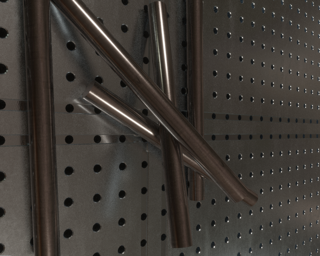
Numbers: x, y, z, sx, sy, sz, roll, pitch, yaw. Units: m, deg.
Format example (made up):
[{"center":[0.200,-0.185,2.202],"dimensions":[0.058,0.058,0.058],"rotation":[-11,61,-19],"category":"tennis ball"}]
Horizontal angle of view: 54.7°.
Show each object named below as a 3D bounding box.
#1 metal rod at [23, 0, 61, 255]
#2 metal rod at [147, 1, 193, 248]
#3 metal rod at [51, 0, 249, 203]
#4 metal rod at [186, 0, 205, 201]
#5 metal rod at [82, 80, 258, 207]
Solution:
[{"center":[-0.119,-0.018,0.310],"dimensions":[0.025,0.025,0.298],"rotation":[-3,92,-40],"category":"metal rod"},{"center":[0.010,-0.015,0.375],"dimensions":[0.025,0.025,0.299],"rotation":[6,73,-40],"category":"metal rod"},{"center":[-0.007,-0.032,0.341],"dimensions":[0.300,0.025,0.025],"rotation":[48,59,-7],"category":"metal rod"},{"center":[0.052,-0.045,0.454],"dimensions":[0.025,0.025,0.298],"rotation":[-1,91,-40],"category":"metal rod"},{"center":[0.031,0.033,0.412],"dimensions":[0.301,0.025,0.025],"rotation":[35,68,-27],"category":"metal rod"}]
